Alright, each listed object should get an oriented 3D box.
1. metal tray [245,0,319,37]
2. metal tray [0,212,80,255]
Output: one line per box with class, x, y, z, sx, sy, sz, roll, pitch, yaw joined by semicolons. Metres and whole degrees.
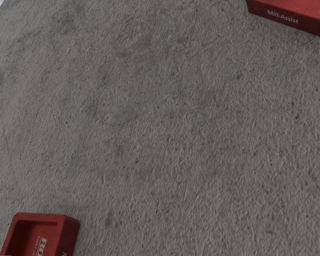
metal tray;0.191;-0.179;0.410;0.090;0.030;0.130;-47;51;-5
metal tray;-0.157;0.172;0.377;0.090;0.030;0.130;-5;59;25
